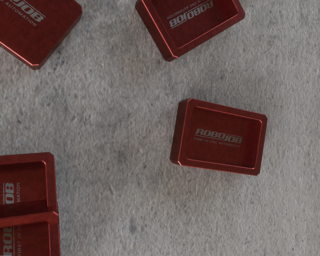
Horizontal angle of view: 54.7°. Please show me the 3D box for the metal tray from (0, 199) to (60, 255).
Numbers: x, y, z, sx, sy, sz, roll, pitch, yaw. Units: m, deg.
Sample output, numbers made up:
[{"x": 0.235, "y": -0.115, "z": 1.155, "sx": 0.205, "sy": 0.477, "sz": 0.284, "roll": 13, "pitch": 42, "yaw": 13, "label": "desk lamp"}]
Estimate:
[{"x": -0.155, "y": 0.146, "z": 0.332, "sx": 0.091, "sy": 0.030, "sz": 0.129, "roll": -3, "pitch": 106, "yaw": -20, "label": "metal tray"}]

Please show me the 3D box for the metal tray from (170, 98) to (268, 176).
[{"x": 0.085, "y": 0.015, "z": 0.439, "sx": 0.131, "sy": 0.030, "sz": 0.089, "roll": 10, "pitch": 87, "yaw": -20, "label": "metal tray"}]

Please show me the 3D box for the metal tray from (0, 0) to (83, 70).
[{"x": -0.166, "y": -0.140, "z": 0.345, "sx": 0.130, "sy": 0.030, "sz": 0.090, "roll": 37, "pitch": 78, "yaw": -17, "label": "metal tray"}]

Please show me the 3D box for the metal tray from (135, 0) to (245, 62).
[{"x": 0.044, "y": -0.161, "z": 0.423, "sx": 0.131, "sy": 0.030, "sz": 0.090, "roll": -34, "pitch": 101, "yaw": -17, "label": "metal tray"}]

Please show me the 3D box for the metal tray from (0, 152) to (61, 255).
[{"x": -0.155, "y": 0.094, "z": 0.323, "sx": 0.091, "sy": 0.030, "sz": 0.130, "roll": -3, "pitch": 68, "yaw": -21, "label": "metal tray"}]
